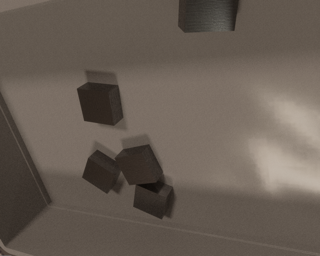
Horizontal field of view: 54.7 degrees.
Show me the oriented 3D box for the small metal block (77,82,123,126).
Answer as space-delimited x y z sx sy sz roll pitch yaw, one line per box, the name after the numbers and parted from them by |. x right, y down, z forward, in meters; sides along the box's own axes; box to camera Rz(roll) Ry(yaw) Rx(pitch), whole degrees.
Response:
-0.082 -0.034 0.429 0.050 0.025 0.050 9 122 23 | small metal block

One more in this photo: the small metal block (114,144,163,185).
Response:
-0.031 0.055 0.457 0.050 0.025 0.050 -13 112 33 | small metal block

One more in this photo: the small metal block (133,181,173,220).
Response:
-0.011 0.107 0.479 0.050 0.025 0.050 20 126 15 | small metal block

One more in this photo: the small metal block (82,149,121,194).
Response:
-0.093 0.071 0.499 0.050 0.025 0.050 31 128 7 | small metal block

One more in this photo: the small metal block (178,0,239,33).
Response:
0.046 -0.120 0.294 0.050 0.025 0.050 -6 123 -10 | small metal block
